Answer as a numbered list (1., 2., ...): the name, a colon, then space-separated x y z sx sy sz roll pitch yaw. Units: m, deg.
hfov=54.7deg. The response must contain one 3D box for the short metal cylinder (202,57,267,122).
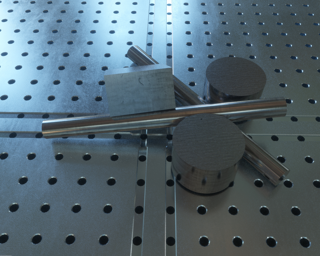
1. short metal cylinder: 0.102 -0.055 0.434 0.081 0.050 0.080 0 50 0

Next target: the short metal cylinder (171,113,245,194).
1. short metal cylinder: 0.054 0.029 0.363 0.081 0.050 0.080 0 50 0

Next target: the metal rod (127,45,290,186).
1. metal rod: 0.049 -0.033 0.432 0.025 0.025 0.300 -31 57 -23

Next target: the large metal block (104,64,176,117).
1. large metal block: -0.028 -0.053 0.407 0.081 0.050 0.080 -8 16 -6

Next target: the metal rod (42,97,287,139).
1. metal rod: 0.003 -0.012 0.391 0.302 0.025 0.025 -5 50 3
